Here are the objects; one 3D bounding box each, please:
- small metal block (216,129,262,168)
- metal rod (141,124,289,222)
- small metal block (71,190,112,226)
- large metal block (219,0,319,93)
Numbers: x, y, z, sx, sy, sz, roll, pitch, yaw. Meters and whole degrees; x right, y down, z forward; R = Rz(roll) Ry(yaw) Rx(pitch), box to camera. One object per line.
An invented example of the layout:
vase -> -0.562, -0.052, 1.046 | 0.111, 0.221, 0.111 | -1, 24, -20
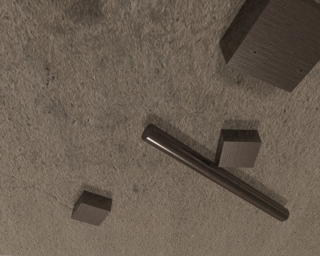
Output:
small metal block -> 0.109, 0.029, 0.434 | 0.050, 0.025, 0.050 | 1, 130, -2
metal rod -> 0.098, 0.078, 0.474 | 0.301, 0.025, 0.025 | 32, 123, -25
small metal block -> -0.115, 0.136, 0.522 | 0.050, 0.025, 0.050 | 23, 126, -19
large metal block -> 0.119, -0.093, 0.313 | 0.081, 0.050, 0.079 | 19, 127, -16
